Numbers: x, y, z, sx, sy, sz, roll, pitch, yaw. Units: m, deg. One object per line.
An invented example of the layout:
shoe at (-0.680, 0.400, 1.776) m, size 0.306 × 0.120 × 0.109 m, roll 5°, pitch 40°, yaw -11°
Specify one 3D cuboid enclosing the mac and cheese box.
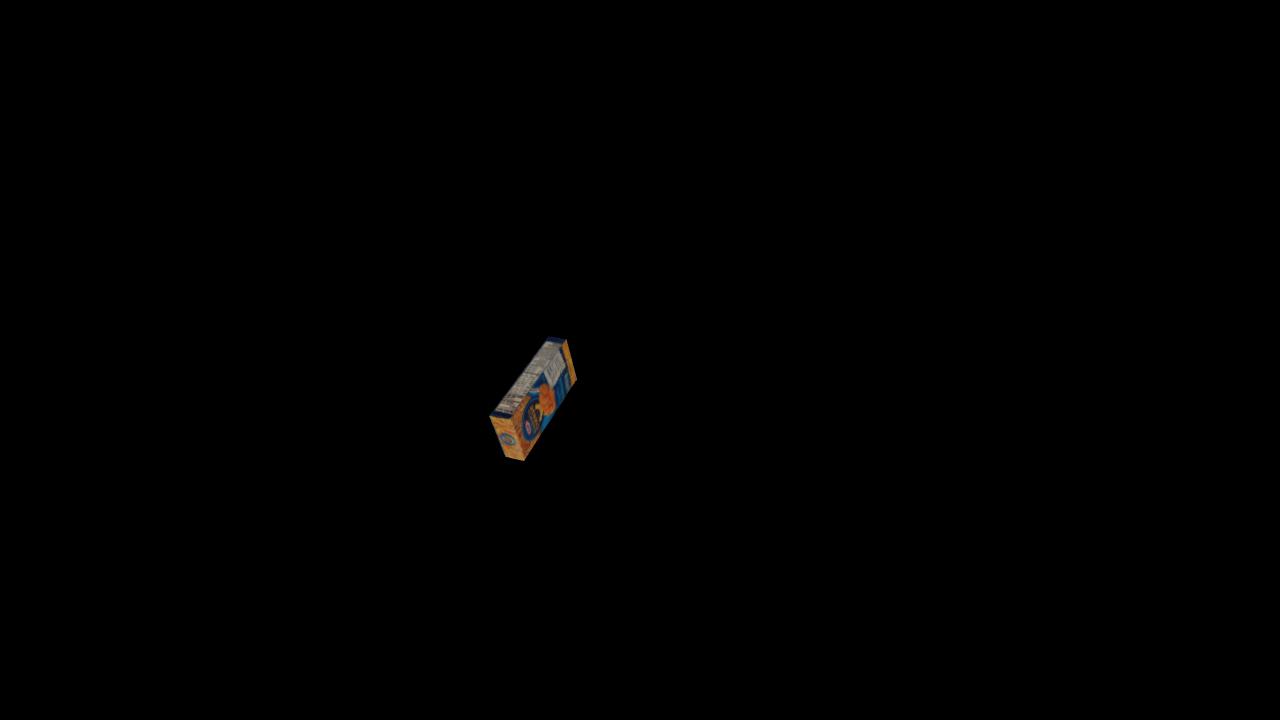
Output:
mac and cheese box at (-0.159, 0.056, 0.948) m, size 0.041 × 0.093 × 0.184 m, roll 10°, pitch 44°, yaw 19°
